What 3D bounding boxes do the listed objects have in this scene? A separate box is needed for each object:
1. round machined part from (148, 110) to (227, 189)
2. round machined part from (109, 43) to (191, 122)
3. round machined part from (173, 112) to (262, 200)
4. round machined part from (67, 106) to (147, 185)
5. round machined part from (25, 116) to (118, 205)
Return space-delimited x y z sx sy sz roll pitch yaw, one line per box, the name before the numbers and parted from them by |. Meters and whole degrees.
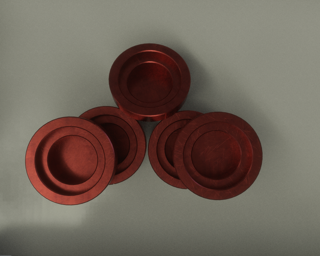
round machined part | 0.034 0.027 0.402 0.099 0.042 0.097 0 90 0
round machined part | -0.013 -0.053 0.391 0.099 0.042 0.098 1 72 -1
round machined part | 0.064 0.031 0.360 0.099 0.042 0.097 0 90 0
round machined part | -0.066 0.022 0.401 0.099 0.042 0.097 0 90 0
round machined part | -0.098 0.036 0.359 0.099 0.042 0.097 0 90 0
